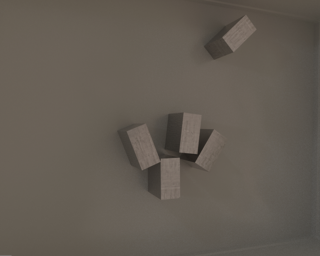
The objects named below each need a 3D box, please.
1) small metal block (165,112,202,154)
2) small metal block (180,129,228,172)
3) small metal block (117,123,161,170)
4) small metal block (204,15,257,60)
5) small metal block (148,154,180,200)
[{"bbox_3d":[0.030,0.007,0.409,0.025,0.050,0.050,7,88,-20],"label":"small metal block"},{"bbox_3d":[0.058,0.029,0.420,0.025,0.050,0.050,35,79,-17],"label":"small metal block"},{"bbox_3d":[-0.028,0.022,0.388,0.025,0.050,0.050,-23,98,-19],"label":"small metal block"},{"bbox_3d":[0.097,-0.126,0.435,0.050,0.050,0.025,-45,105,-15],"label":"small metal block"},{"bbox_3d":[0.004,0.061,0.400,0.025,0.050,0.050,-1,91,-20],"label":"small metal block"}]
